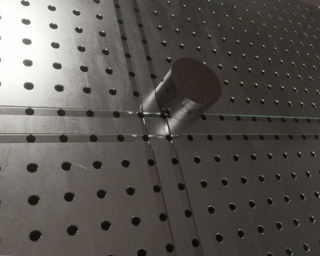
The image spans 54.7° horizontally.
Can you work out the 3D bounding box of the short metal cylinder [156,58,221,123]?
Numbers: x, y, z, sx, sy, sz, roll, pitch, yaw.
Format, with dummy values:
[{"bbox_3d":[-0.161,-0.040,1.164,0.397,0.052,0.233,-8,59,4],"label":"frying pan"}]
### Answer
[{"bbox_3d":[0.041,-0.054,0.449,0.081,0.050,0.080,14,56,-21],"label":"short metal cylinder"}]
